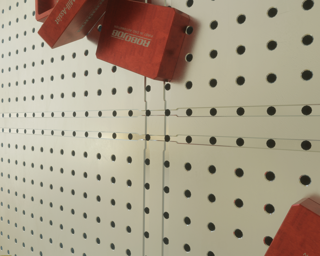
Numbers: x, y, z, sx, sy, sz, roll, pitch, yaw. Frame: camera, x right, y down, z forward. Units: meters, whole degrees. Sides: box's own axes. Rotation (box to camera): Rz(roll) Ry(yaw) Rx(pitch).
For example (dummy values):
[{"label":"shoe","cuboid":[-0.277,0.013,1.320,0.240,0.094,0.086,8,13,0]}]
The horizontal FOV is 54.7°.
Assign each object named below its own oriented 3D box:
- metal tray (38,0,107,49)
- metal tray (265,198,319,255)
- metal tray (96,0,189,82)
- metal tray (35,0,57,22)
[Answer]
[{"label":"metal tray","cuboid":[-0.112,-0.178,0.455,0.130,0.090,0.030,-37,98,33]},{"label":"metal tray","cuboid":[0.163,0.135,0.271,0.130,0.030,0.089,32,110,35]},{"label":"metal tray","cuboid":[-0.030,-0.125,0.429,0.130,0.030,0.089,26,106,36]},{"label":"metal tray","cuboid":[-0.188,-0.263,0.557,0.090,0.030,0.129,-3,88,39]}]
